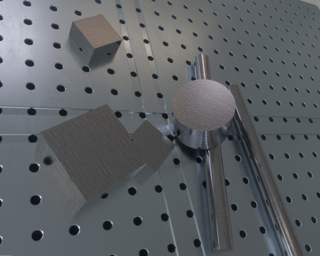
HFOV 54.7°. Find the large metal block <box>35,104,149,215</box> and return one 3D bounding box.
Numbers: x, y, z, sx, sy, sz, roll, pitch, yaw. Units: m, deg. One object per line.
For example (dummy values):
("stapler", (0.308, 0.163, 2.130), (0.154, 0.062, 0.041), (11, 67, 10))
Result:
("large metal block", (-0.074, 0.032, 0.333), (0.081, 0.050, 0.080), (-30, 78, -38))

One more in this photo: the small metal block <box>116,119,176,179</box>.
("small metal block", (-0.016, 0.026, 0.384), (0.050, 0.025, 0.050), (41, 51, -1))

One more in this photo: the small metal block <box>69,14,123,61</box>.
("small metal block", (-0.091, -0.129, 0.438), (0.050, 0.025, 0.050), (-32, 80, -38))

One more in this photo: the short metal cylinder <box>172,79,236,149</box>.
("short metal cylinder", (0.056, -0.018, 0.413), (0.080, 0.050, 0.080), (-2, 59, 3))

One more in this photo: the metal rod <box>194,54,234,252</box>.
("metal rod", (0.071, 0.014, 0.437), (0.025, 0.025, 0.299), (13, 56, -22))

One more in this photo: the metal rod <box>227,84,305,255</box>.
("metal rod", (0.150, 0.067, 0.448), (0.025, 0.025, 0.299), (1, 61, -28))
